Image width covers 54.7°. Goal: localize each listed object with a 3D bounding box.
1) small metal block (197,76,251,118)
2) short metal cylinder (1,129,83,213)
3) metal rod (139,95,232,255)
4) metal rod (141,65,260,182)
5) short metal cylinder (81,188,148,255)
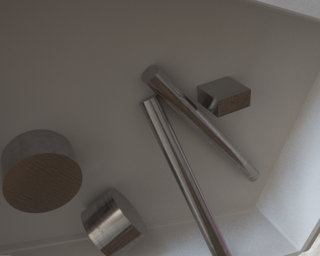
[{"bbox_3d":[0.085,-0.043,0.414,0.050,0.050,0.025,-20,126,-17],"label":"small metal block"},{"bbox_3d":[-0.134,0.048,0.350,0.081,0.050,0.079,-14,125,-21],"label":"short metal cylinder"},{"bbox_3d":[0.047,0.095,0.417,0.025,0.025,0.299,-28,104,-11],"label":"metal rod"},{"bbox_3d":[0.077,0.010,0.459,0.025,0.025,0.301,-47,130,4],"label":"metal rod"},{"bbox_3d":[-0.061,0.129,0.421,0.050,0.080,0.080,-39,130,-2],"label":"short metal cylinder"}]
